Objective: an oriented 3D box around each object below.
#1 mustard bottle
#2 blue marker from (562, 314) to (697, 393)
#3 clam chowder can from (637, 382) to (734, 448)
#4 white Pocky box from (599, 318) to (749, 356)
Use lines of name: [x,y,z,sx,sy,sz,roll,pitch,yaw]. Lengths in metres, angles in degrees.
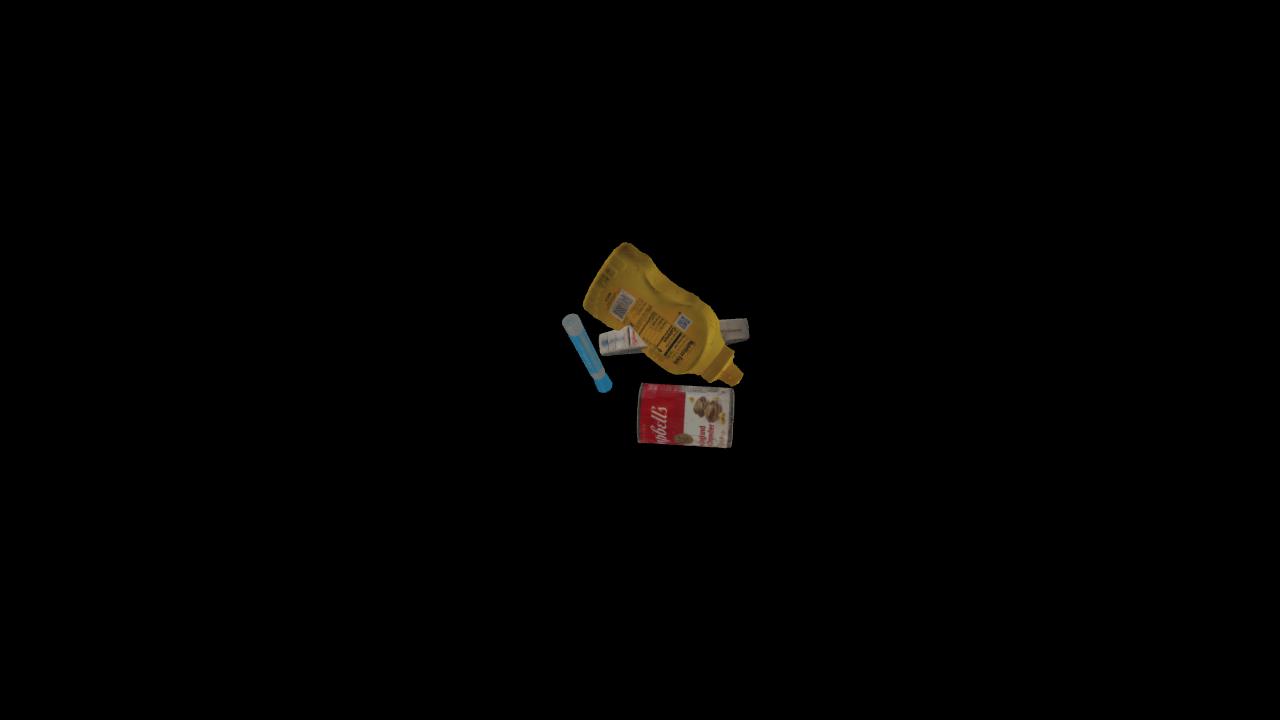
mustard bottle: [0.032,-0.034,0.643,0.184,0.092,0.054,38,33,4]
blue marker: [-0.055,-0.003,0.666,0.020,0.020,0.121,0,-38,20]
clam chowder can: [0.051,0.061,0.675,0.102,0.068,0.068,2,0,6]
white Pocky box: [0.039,-0.025,0.701,0.154,0.028,0.084,-5,-3,-26]
